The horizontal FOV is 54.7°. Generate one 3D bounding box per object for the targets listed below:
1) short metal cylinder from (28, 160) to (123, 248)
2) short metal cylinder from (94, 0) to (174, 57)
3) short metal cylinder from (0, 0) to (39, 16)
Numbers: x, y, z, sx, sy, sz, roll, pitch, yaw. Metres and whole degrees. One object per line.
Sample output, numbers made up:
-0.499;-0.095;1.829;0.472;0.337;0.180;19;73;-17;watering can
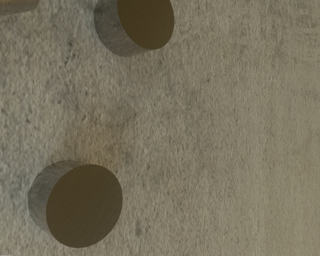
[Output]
-0.086;0.075;0.318;0.081;0.050;0.079;0;90;-40;short metal cylinder
-0.030;-0.128;0.365;0.081;0.050;0.079;0;90;-40;short metal cylinder
-0.141;-0.133;0.251;0.050;0.080;0.080;-29;109;-36;short metal cylinder
